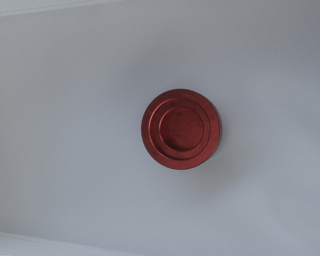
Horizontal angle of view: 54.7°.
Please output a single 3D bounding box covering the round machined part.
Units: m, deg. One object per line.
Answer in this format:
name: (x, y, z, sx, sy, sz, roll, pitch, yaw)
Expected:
round machined part: (0.030, 0.001, 0.390, 0.098, 0.042, 0.097, 0, 90, 19)
